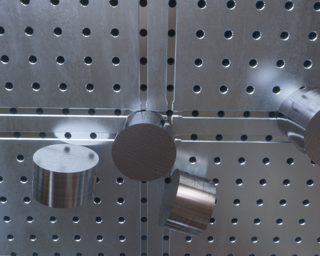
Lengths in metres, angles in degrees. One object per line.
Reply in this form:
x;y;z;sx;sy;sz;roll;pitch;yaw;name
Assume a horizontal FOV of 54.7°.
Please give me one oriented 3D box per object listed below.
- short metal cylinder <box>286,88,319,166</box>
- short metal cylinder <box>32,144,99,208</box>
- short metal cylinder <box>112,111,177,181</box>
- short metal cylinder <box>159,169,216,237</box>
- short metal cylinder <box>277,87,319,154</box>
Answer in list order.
0.191;-0.001;0.348;0.081;0.050;0.079;0;110;0;short metal cylinder
-0.123;0.060;0.405;0.081;0.080;0.050;9;110;-3;short metal cylinder
-0.020;0.023;0.408;0.081;0.050;0.079;0;110;0;short metal cylinder
0.036;0.101;0.422;0.050;0.080;0.079;19;109;-7;short metal cylinder
0.200;-0.009;0.399;0.081;0.050;0.079;0;110;0;short metal cylinder
